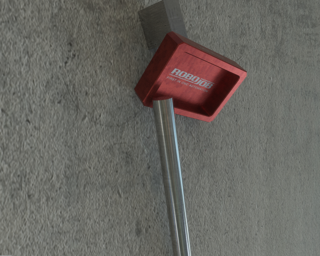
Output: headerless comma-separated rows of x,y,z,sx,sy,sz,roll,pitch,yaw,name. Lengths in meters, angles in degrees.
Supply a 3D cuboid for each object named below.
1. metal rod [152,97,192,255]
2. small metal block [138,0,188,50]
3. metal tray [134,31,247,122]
0.022,0.108,0.405,0.025,0.025,0.298,-20,109,-39,metal rod
0.003,-0.131,0.393,0.025,0.050,0.050,-27,107,-37,small metal block
0.043,-0.060,0.406,0.131,0.030,0.089,12,122,-40,metal tray
